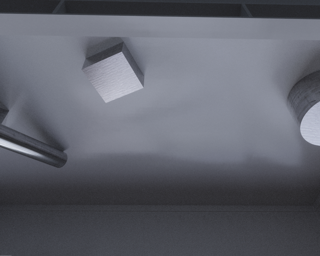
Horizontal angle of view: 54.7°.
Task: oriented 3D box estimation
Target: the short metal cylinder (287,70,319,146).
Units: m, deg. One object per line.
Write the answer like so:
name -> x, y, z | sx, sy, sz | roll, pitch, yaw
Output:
short metal cylinder -> 0.203, -0.024, 0.375 | 0.081, 0.050, 0.079 | 0, 130, 0

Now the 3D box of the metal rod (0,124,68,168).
metal rod -> -0.201, -0.007, 0.320 | 0.025, 0.025, 0.300 | -20, 153, 16

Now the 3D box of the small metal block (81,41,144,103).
small metal block -> -0.052, -0.063, 0.355 | 0.050, 0.025, 0.050 | -20, 128, 15

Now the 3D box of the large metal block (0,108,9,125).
large metal block -> -0.244, 0.007, 0.375 | 0.080, 0.080, 0.050 | 21, 127, -18

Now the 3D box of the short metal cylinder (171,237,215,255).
short metal cylinder -> 0.067, 0.260, 0.599 | 0.080, 0.080, 0.050 | -16, 129, 12
